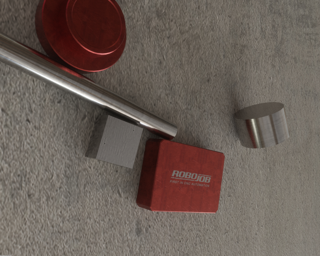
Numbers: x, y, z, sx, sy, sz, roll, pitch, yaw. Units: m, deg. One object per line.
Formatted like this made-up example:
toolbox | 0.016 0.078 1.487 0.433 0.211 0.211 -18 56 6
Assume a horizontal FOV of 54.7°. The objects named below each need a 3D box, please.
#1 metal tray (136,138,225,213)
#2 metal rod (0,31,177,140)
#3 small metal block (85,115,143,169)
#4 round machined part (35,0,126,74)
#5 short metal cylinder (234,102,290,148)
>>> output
metal tray | 0.034 0.069 0.432 0.131 0.030 0.090 15 81 -39
metal rod | -0.093 -0.048 0.327 0.301 0.025 0.025 26 73 -37
small metal block | -0.053 0.017 0.362 0.050 0.025 0.050 23 76 -38
round machined part | -0.076 -0.109 0.331 0.099 0.042 0.097 0 90 -40
short metal cylinder | 0.168 -0.006 0.513 0.081 0.080 0.050 -29 109 -37
